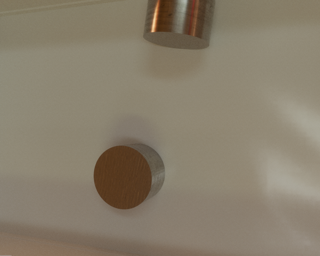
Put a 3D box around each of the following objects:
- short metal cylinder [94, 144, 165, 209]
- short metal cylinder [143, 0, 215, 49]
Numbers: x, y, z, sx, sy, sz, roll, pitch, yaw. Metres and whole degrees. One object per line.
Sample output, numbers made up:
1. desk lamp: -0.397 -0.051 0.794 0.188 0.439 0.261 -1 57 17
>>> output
1. short metal cylinder: -0.039 0.062 0.410 0.080 0.050 0.079 0 90 19
2. short metal cylinder: 0.023 -0.129 0.373 0.080 0.080 0.050 9 93 19
